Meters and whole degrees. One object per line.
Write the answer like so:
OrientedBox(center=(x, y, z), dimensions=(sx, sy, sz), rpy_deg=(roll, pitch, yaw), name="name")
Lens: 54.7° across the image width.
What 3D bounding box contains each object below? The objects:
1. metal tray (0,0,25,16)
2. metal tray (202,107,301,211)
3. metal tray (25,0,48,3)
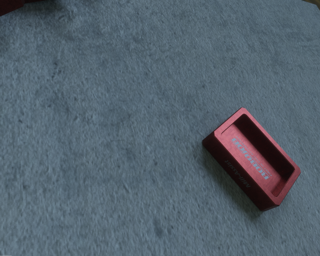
OrientedBox(center=(-0.238, -0.184, 0.367), dimensions=(0.090, 0.030, 0.130), rpy_deg=(-35, 81, -19), name="metal tray")
OrientedBox(center=(0.134, 0.042, 0.449), dimensions=(0.130, 0.030, 0.091), rpy_deg=(49, 51, 6), name="metal tray")
OrientedBox(center=(-0.171, -0.243, 0.429), dimensions=(0.091, 0.030, 0.129), rpy_deg=(-18, 81, -20), name="metal tray")
